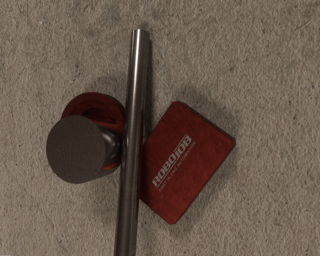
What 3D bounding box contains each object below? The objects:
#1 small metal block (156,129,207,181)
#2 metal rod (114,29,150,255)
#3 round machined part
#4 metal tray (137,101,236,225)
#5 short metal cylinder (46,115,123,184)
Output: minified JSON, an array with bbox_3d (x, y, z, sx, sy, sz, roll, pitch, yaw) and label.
[{"bbox_3d":[0.029,0.035,0.398,0.050,0.025,0.050,-32,80,17],"label":"small metal block"},{"bbox_3d":[-0.034,0.018,0.383,0.025,0.025,0.299,-2,75,19],"label":"metal rod"},{"bbox_3d":[-0.085,0.001,0.429,0.098,0.042,0.097,0,90,19],"label":"round machined part"},{"bbox_3d":[0.021,0.043,0.390,0.090,0.030,0.129,38,102,16],"label":"metal tray"},{"bbox_3d":[-0.090,0.025,0.382,0.080,0.050,0.079,0,91,19],"label":"short metal cylinder"}]
